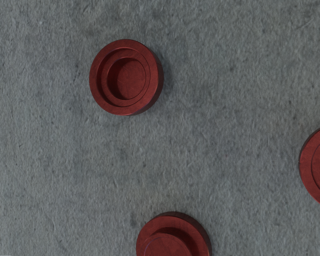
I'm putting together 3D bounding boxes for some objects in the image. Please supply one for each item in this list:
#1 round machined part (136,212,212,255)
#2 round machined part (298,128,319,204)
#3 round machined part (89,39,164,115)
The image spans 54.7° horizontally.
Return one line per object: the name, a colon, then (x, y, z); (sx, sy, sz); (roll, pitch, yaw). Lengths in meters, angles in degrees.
round machined part: (0.014, 0.160, 0.394); (0.098, 0.042, 0.097); (0, 90, 19)
round machined part: (0.201, 0.040, 0.330); (0.098, 0.042, 0.097); (0, 90, 19)
round machined part: (-0.041, -0.065, 0.413); (0.098, 0.042, 0.097); (0, 90, 19)
